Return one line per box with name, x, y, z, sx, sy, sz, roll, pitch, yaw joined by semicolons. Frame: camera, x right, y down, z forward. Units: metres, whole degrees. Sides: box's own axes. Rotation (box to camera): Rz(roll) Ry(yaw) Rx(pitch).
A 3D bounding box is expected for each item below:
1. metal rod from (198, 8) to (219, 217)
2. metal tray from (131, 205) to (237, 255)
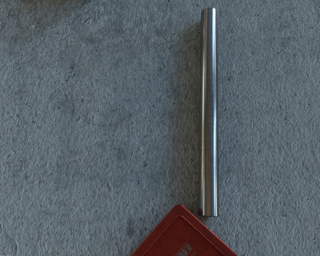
metal rod;0.066;-0.035;0.421;0.025;0.025;0.299;3;70;1
metal tray;0.011;0.163;0.345;0.090;0.030;0.130;41;75;13
